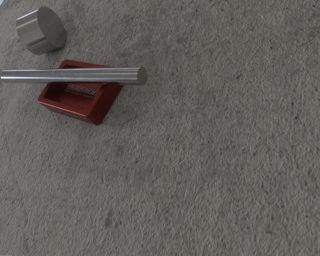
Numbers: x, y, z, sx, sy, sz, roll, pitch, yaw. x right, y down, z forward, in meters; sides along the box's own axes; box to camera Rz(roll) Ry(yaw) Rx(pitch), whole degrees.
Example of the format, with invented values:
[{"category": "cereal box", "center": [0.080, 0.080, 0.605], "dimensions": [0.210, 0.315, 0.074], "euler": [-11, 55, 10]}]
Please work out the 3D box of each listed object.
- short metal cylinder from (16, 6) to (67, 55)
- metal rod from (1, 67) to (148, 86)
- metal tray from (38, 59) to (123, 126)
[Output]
[{"category": "short metal cylinder", "center": [-0.230, -0.189, 0.605], "dimensions": [0.050, 0.080, 0.080], "euler": [-15, 56, 20]}, {"category": "metal rod", "center": [-0.153, -0.083, 0.495], "dimensions": [0.300, 0.025, 0.025], "euler": [6, 65, 30]}, {"category": "metal tray", "center": [-0.130, -0.062, 0.506], "dimensions": [0.130, 0.030, 0.090], "euler": [16, 70, 34]}]
